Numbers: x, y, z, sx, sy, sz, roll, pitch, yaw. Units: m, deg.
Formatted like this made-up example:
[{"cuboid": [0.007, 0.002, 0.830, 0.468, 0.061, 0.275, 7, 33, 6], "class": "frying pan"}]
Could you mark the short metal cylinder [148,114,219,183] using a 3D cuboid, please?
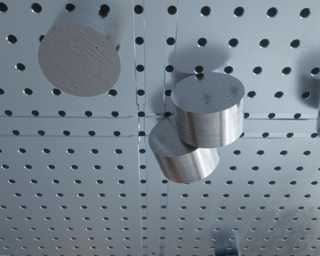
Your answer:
[{"cuboid": [0.031, 0.024, 0.396, 0.080, 0.080, 0.050, -14, 129, 11], "class": "short metal cylinder"}]

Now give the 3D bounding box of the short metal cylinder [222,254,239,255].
[{"cuboid": [0.146, 0.305, 0.638, 0.050, 0.080, 0.080, -12, 129, 10], "class": "short metal cylinder"}]

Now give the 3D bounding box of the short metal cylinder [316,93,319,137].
[{"cuboid": [0.231, -0.017, 0.365, 0.080, 0.080, 0.050, -10, 130, 8], "class": "short metal cylinder"}]

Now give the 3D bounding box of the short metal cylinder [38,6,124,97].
[{"cuboid": [-0.080, -0.080, 0.326, 0.081, 0.050, 0.079, -1, 130, 0], "class": "short metal cylinder"}]

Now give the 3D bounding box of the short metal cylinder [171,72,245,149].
[{"cuboid": [0.056, -0.022, 0.358, 0.080, 0.080, 0.050, -7, 130, 5], "class": "short metal cylinder"}]
